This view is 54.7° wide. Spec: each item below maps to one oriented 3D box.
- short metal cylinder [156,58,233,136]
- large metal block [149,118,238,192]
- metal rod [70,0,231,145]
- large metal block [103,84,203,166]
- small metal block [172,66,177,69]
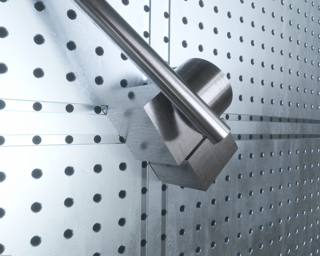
[{"bbox_3d":[0.040,-0.037,0.375,0.050,0.080,0.080,-44,117,-31],"label":"short metal cylinder"},{"bbox_3d":[0.041,0.031,0.408,0.080,0.080,0.050,-45,118,-31],"label":"large metal block"},{"bbox_3d":[-0.041,-0.096,0.308,0.300,0.025,0.025,45,61,-7],"label":"metal rod"},{"bbox_3d":[-0.009,-0.005,0.369,0.050,0.080,0.080,-45,118,-31],"label":"large metal block"},{"bbox_3d":[0.017,-0.049,0.426,0.050,0.025,0.050,-49,120,-29],"label":"small metal block"}]
